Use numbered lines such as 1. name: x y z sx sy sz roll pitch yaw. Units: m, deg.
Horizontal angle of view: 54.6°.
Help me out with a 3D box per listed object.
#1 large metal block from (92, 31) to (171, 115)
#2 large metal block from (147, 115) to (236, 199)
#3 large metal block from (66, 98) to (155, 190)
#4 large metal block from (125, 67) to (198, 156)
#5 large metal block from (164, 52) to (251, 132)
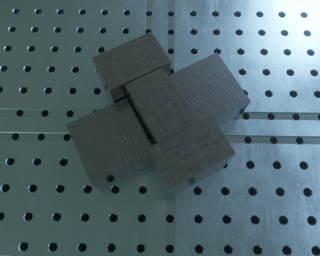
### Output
1. large metal block: -0.034 -0.067 0.406 0.080 0.080 0.050 -27 72 -9
2. large metal block: 0.033 0.038 0.369 0.080 0.080 0.050 -27 72 -10
3. large metal block: -0.060 0.021 0.392 0.080 0.050 0.080 -25 72 -9
4. large metal block: 0.001 -0.015 0.388 0.050 0.080 0.080 -27 72 -9
5. large metal block: 0.058 -0.041 0.413 0.080 0.050 0.080 -27 74 -9
